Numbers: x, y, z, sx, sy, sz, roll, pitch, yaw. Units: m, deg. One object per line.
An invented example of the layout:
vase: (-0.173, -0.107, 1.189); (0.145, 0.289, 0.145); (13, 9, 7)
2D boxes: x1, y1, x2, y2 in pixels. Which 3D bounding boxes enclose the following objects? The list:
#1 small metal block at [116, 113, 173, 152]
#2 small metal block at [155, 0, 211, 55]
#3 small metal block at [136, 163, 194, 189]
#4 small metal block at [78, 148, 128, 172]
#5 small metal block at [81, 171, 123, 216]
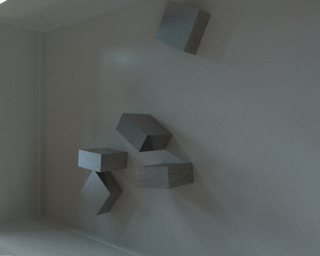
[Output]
small metal block: (-0.020, 0.005, 0.405); (0.050, 0.050, 0.025); (41, 115, 32)
small metal block: (0.027, -0.124, 0.383); (0.050, 0.025, 0.050); (33, 110, 35)
small metal block: (0.006, 0.058, 0.384); (0.050, 0.050, 0.025); (-7, 86, 39)
small metal block: (-0.084, 0.046, 0.457); (0.050, 0.050, 0.025); (7, 94, 39)
small metal block: (-0.091, 0.097, 0.479); (0.050, 0.025, 0.050); (48, 118, 29)
